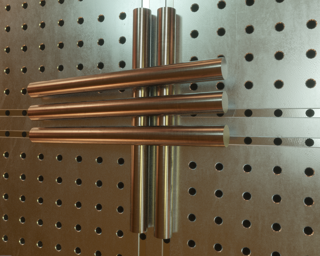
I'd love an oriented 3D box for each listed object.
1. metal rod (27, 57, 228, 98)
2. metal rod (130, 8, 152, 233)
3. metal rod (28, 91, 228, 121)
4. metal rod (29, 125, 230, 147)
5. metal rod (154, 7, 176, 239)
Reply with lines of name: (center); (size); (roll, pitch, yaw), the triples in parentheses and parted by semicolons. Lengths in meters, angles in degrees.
metal rod: (-0.062, -0.062, 0.411); (0.300, 0.025, 0.025); (-2, 90, 27)
metal rod: (-0.026, -0.010, 0.421); (0.025, 0.025, 0.298); (1, 90, 19)
metal rod: (-0.061, -0.026, 0.411); (0.300, 0.025, 0.025); (-1, 90, 27)
metal rod: (-0.060, 0.010, 0.410); (0.300, 0.025, 0.025); (0, 90, 28)
metal rod: (0.007, -0.006, 0.410); (0.025, 0.025, 0.298); (1, 90, 19)
